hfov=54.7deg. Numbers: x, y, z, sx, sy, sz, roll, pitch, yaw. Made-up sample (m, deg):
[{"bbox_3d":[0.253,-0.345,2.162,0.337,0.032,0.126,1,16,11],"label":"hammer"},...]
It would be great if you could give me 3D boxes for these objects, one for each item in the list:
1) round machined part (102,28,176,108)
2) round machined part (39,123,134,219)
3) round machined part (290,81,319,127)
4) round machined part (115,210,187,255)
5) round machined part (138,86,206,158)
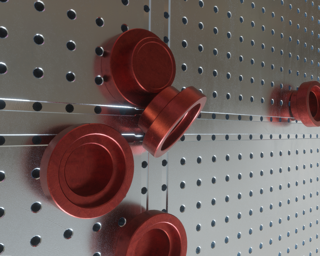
[{"bbox_3d":[-0.019,-0.074,0.384,0.099,0.042,0.097,0,91,-40],"label":"round machined part"},{"bbox_3d":[-0.080,0.043,0.333,0.099,0.042,0.097,0,91,-40],"label":"round machined part"},{"bbox_3d":[0.317,-0.050,0.666,0.099,0.042,0.097,3,85,-40],"label":"round machined part"},{"bbox_3d":[-0.015,0.152,0.388,0.099,0.042,0.097,0,90,-40],"label":"round machined part"},{"bbox_3d":[0.010,-0.013,0.386,0.042,0.097,0.099,40,57,13],"label":"round machined part"}]
